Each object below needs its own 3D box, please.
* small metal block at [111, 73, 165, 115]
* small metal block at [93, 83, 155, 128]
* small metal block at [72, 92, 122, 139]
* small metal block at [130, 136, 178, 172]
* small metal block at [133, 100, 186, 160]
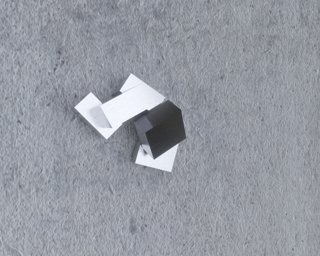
[{"bbox_3d":[-0.029,-0.040,0.387,0.050,0.050,0.025,34,79,-17],"label":"small metal block"},{"bbox_3d":[-0.040,-0.023,0.330,0.050,0.050,0.025,-31,101,-18],"label":"small metal block"},{"bbox_3d":[-0.077,-0.014,0.369,0.025,0.050,0.050,-47,105,-14],"label":"small metal block"},{"bbox_3d":[-0.006,0.027,0.409,0.050,0.025,0.050,17,84,-20],"label":"small metal block"},{"bbox_3d":[0.001,0.002,0.372,0.050,0.025,0.050,-33,138,-17],"label":"small metal block"}]
